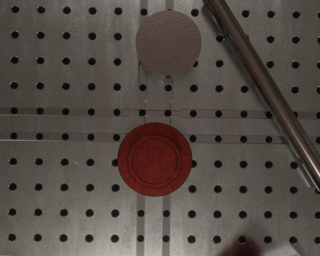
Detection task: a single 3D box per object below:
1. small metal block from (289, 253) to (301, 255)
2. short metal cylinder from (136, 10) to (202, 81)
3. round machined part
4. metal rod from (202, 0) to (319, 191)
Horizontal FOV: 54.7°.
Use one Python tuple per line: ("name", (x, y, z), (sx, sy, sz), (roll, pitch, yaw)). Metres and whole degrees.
("small metal block", (0.177, 0.205, 0.416), (0.050, 0.025, 0.050), (-21, 90, -1))
("short metal cylinder", (0.010, -0.104, 0.401), (0.081, 0.050, 0.079), (0, 90, -1))
("round machined part", (-0.007, 0.041, 0.405), (0.099, 0.042, 0.097), (0, 90, -1))
("metal rod", (0.146, -0.049, 0.415), (0.025, 0.025, 0.299), (-32, 90, 0))
